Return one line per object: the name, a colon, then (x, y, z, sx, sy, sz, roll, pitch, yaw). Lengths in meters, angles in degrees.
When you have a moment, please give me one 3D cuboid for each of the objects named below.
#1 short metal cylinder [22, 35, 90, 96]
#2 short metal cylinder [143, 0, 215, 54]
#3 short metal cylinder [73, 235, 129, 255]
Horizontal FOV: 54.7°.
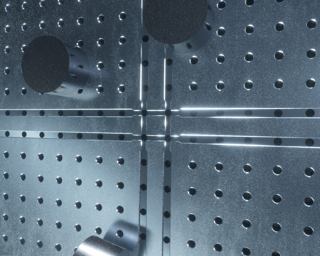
short metal cylinder: (-0.151, -0.088, 0.451, 0.080, 0.050, 0.079, 0, 90, 19)
short metal cylinder: (0.025, -0.139, 0.390, 0.080, 0.050, 0.079, 0, 90, 19)
short metal cylinder: (-0.082, 0.191, 0.411, 0.050, 0.080, 0.079, 16, 95, 19)
